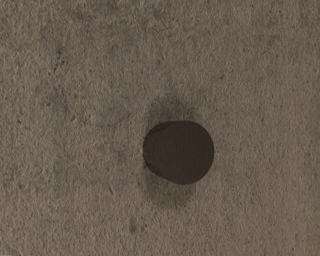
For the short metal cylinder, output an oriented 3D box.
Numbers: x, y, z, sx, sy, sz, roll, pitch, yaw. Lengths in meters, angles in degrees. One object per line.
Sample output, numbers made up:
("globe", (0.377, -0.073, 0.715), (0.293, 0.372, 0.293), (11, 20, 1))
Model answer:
("short metal cylinder", (0.023, 0.030, 0.406), (0.081, 0.050, 0.079), (0, 90, -21))
